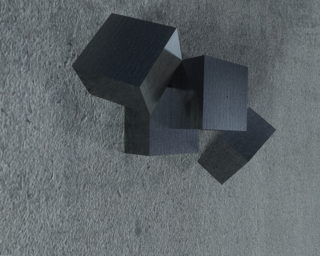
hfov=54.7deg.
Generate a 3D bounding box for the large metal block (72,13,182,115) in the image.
[{"bbox_3d":[-0.032,-0.071,0.336,0.080,0.080,0.050,-61,158,-22],"label":"large metal block"}]

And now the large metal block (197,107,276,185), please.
[{"bbox_3d":[0.112,0.027,0.458,0.050,0.080,0.080,44,56,12],"label":"large metal block"}]

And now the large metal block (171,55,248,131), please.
[{"bbox_3d":[0.061,-0.037,0.375,0.081,0.050,0.079,3,88,-40],"label":"large metal block"}]

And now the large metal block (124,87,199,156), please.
[{"bbox_3d":[0.003,-0.008,0.392,0.081,0.050,0.079,0,90,-40],"label":"large metal block"}]

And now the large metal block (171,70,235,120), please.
[{"bbox_3d":[0.063,-0.049,0.446,0.081,0.050,0.079,0,90,-40],"label":"large metal block"}]
